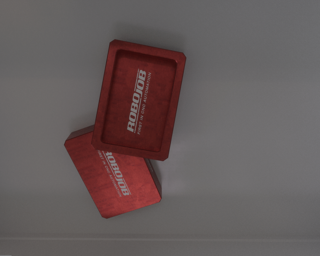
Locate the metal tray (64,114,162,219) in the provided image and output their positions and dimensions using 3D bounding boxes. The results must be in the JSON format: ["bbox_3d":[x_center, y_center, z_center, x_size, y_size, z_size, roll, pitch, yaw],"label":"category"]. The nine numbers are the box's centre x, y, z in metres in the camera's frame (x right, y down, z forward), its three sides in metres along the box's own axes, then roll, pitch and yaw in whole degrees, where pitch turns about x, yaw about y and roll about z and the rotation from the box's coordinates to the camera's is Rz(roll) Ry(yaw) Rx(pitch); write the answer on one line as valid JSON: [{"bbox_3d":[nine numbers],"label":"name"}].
[{"bbox_3d":[-0.061,0.055,0.428,0.090,0.030,0.129,-19,109,7],"label":"metal tray"}]

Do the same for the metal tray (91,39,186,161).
[{"bbox_3d":[-0.025,-0.032,0.373,0.091,0.030,0.129,10,90,-4],"label":"metal tray"}]
